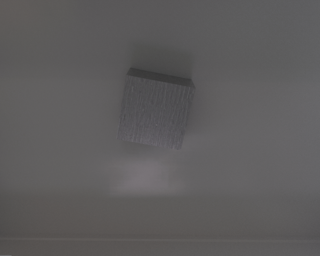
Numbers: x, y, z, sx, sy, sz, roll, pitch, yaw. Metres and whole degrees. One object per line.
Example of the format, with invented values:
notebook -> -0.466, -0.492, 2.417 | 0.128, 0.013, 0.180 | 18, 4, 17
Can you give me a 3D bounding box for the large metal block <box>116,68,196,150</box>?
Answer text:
large metal block -> -0.006, -0.025, 0.389 | 0.080, 0.050, 0.079 | 10, 110, -4
